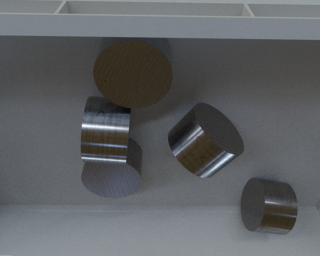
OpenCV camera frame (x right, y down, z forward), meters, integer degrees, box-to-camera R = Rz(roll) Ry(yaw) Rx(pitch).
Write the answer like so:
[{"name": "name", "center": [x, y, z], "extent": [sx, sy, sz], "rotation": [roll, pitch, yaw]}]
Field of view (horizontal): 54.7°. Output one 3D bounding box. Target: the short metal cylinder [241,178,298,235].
[{"name": "short metal cylinder", "center": [0.165, 0.120, 0.477], "extent": [0.050, 0.080, 0.079], "rotation": [10, 130, -8]}]

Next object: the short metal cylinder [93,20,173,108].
[{"name": "short metal cylinder", "center": [-0.027, -0.068, 0.334], "extent": [0.081, 0.050, 0.079], "rotation": [0, 130, 0]}]

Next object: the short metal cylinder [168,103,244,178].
[{"name": "short metal cylinder", "center": [0.057, 0.015, 0.386], "extent": [0.080, 0.080, 0.050], "rotation": [29, 124, -23]}]

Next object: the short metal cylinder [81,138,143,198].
[{"name": "short metal cylinder", "center": [-0.066, 0.055, 0.438], "extent": [0.081, 0.050, 0.079], "rotation": [0, 130, 0]}]

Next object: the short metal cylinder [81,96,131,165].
[{"name": "short metal cylinder", "center": [-0.063, 0.003, 0.375], "extent": [0.050, 0.080, 0.079], "rotation": [5, 130, -5]}]
